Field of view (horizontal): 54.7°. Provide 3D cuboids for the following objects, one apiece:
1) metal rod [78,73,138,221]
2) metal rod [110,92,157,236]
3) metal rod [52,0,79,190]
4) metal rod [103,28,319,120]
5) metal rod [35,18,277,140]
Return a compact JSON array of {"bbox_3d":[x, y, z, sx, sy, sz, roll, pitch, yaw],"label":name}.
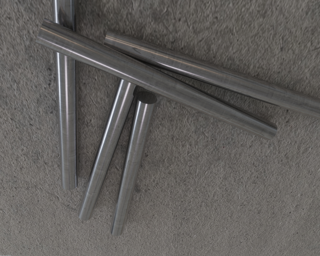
[{"bbox_3d":[-0.079,0.040,0.440,0.025,0.025,0.298,15,129,-12],"label":"metal rod"},{"bbox_3d":[-0.047,0.074,0.469,0.025,0.025,0.298,9,130,-8],"label":"metal rod"},{"bbox_3d":[-0.114,-0.026,0.383,0.025,0.025,0.298,7,130,-6],"label":"metal rod"},{"bbox_3d":[0.084,-0.055,0.360,0.302,0.025,0.025,15,129,-13],"label":"metal rod"},{"bbox_3d":[0.018,-0.043,0.349,0.302,0.025,0.025,20,128,-25],"label":"metal rod"}]
